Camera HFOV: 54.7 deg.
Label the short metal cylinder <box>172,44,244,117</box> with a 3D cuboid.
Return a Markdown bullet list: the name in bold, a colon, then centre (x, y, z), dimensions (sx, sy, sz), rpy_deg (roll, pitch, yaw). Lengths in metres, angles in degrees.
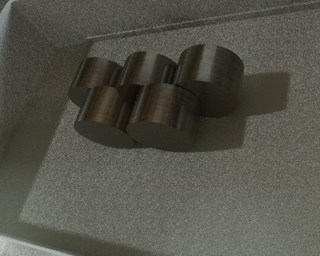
- **short metal cylinder**: centre (0.056, -0.054, 0.372), dimensions (0.080, 0.080, 0.050), rpy_deg (2, 63, 29)

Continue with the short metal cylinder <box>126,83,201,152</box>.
- **short metal cylinder**: centre (0.005, -0.010, 0.372), dimensions (0.080, 0.080, 0.050), rpy_deg (1, 62, 28)

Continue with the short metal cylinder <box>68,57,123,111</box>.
- **short metal cylinder**: centre (-0.085, -0.057, 0.449), dimensions (0.080, 0.080, 0.050), rpy_deg (1, 62, 28)

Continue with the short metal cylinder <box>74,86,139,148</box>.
- **short metal cylinder**: centre (-0.066, -0.012, 0.411), dimensions (0.080, 0.080, 0.050), rpy_deg (1, 62, 28)

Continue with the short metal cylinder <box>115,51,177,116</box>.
- **short metal cylinder**: centre (-0.014, -0.055, 0.410), dimensions (0.080, 0.080, 0.050), rpy_deg (1, 62, 28)
